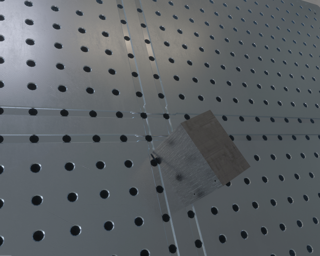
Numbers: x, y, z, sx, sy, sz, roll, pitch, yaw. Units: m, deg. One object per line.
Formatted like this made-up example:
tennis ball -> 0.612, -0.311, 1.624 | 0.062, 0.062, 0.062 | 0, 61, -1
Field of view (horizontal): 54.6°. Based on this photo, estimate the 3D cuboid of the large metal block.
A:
large metal block -> 0.046, 0.038, 0.374 | 0.050, 0.080, 0.080 | -24, 75, -36
